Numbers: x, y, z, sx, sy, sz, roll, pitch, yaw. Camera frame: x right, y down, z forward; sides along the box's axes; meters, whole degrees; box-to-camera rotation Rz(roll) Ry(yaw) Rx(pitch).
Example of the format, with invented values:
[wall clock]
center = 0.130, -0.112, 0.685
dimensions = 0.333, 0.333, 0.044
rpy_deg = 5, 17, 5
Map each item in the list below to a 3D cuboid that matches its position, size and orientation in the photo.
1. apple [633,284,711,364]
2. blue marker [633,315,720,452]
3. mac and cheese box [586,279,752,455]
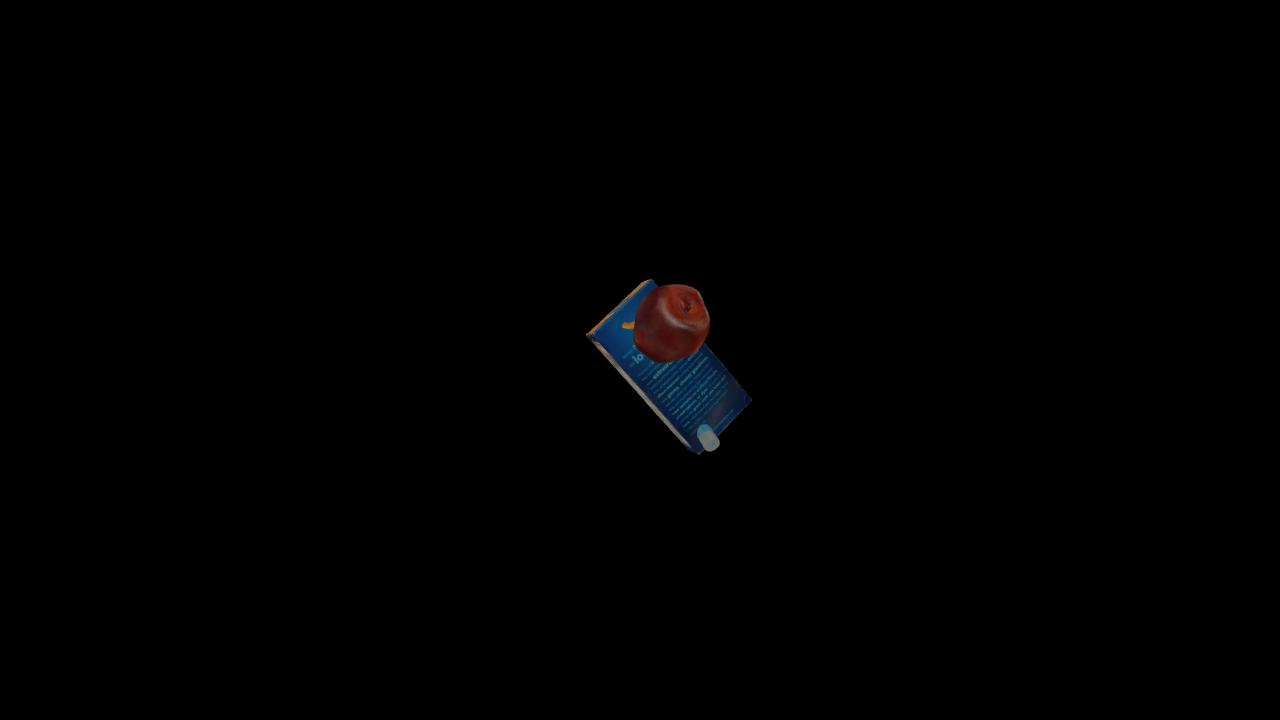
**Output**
[apple]
center = 0.031, -0.036, 0.643
dimensions = 0.079, 0.079, 0.093
rpy_deg = 0, -24, -25
[blue marker]
center = 0.059, 0.060, 0.716
dimensions = 0.020, 0.020, 0.121
rpy_deg = 0, 33, -23
[mac and cheese box]
center = 0.035, 0.009, 0.690
dimensions = 0.093, 0.184, 0.041
rpy_deg = -43, 13, -12
